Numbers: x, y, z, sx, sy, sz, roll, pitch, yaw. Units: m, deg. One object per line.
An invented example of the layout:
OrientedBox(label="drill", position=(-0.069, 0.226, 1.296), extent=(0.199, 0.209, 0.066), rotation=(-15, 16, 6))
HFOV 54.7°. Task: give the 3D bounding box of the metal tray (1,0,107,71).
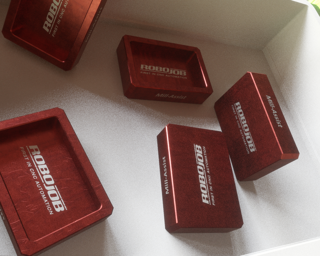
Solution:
OrientedBox(label="metal tray", position=(-0.118, -0.143, 0.361), extent=(0.090, 0.129, 0.030), rotation=(29, 28, -10))

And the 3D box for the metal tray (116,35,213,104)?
OrientedBox(label="metal tray", position=(0.008, -0.084, 0.457), extent=(0.131, 0.030, 0.090), rotation=(2, 61, -27))

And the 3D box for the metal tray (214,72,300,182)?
OrientedBox(label="metal tray", position=(0.128, -0.001, 0.433), extent=(0.030, 0.090, 0.130), rotation=(2, 61, -27))

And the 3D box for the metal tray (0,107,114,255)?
OrientedBox(label="metal tray", position=(-0.116, 0.049, 0.309), extent=(0.091, 0.030, 0.130), rotation=(-20, 73, -36))

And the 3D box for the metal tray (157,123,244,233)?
OrientedBox(label="metal tray", position=(0.048, 0.062, 0.390), extent=(0.091, 0.030, 0.130), rotation=(8, 58, -24))
